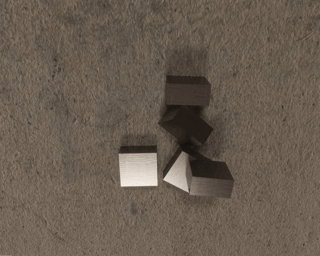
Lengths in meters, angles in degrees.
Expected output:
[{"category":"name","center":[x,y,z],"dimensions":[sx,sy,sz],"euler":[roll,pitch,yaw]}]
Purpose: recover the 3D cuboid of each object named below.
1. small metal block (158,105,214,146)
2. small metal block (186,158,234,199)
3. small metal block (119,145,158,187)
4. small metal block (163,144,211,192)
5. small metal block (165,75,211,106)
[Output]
[{"category":"small metal block","center":[0.031,-0.002,0.393],"dimensions":[0.050,0.050,0.025],"euler":[39,74,-14]},{"category":"small metal block","center":[0.062,0.063,0.394],"dimensions":[0.050,0.050,0.025],"euler":[6,110,-3]},{"category":"small metal block","center":[-0.029,0.052,0.429],"dimensions":[0.050,0.025,0.050],"euler":[-1,110,0]},{"category":"small metal block","center":[0.039,0.058,0.432],"dimensions":[0.050,0.025,0.050],"euler":[29,107,-11]},{"category":"small metal block","center":[0.033,-0.047,0.380],"dimensions":[0.050,0.050,0.025],"euler":[2,110,-1]}]
